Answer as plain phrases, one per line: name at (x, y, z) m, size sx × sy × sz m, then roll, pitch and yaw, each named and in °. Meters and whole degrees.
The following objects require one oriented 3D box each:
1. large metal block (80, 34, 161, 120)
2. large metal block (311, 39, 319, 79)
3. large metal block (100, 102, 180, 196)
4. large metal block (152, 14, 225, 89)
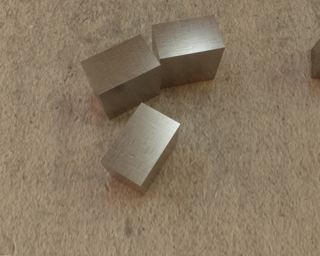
large metal block at (-0.047, -0.063, 0.401) m, size 0.080 × 0.080 × 0.050 m, roll -28°, pitch 73°, yaw -10°
large metal block at (0.264, -0.103, 0.420) m, size 0.080 × 0.080 × 0.050 m, roll 9°, pitch 70°, yaw 3°
large metal block at (-0.020, 0.029, 0.368) m, size 0.050 × 0.080 × 0.080 m, roll 30°, pitch 73°, yaw 10°
large metal block at (0.034, -0.099, 0.416) m, size 0.081 × 0.080 × 0.050 m, roll -11°, pitch 71°, yaw -4°
